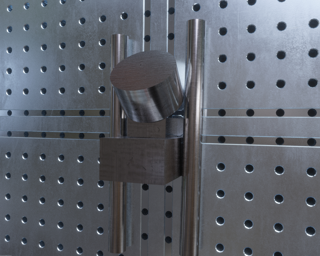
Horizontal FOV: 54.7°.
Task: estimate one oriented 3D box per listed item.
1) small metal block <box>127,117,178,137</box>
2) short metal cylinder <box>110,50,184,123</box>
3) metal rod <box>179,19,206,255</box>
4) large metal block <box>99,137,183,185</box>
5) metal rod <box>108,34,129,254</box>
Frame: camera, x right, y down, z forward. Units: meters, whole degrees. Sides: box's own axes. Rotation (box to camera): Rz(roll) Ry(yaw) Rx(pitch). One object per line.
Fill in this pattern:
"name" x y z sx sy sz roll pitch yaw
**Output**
"small metal block" -0.008 -0.001 0.402 0.050 0.050 0.025 2 91 19
"short metal cylinder" -0.015 -0.052 0.381 0.080 0.050 0.080 -9 44 9
"metal rod" 0.042 0.014 0.398 0.025 0.025 0.298 2 91 20
"large metal block" -0.019 0.037 0.388 0.080 0.080 0.050 1 91 20
"metal rod" -0.058 0.022 0.433 0.025 0.025 0.298 1 90 20
